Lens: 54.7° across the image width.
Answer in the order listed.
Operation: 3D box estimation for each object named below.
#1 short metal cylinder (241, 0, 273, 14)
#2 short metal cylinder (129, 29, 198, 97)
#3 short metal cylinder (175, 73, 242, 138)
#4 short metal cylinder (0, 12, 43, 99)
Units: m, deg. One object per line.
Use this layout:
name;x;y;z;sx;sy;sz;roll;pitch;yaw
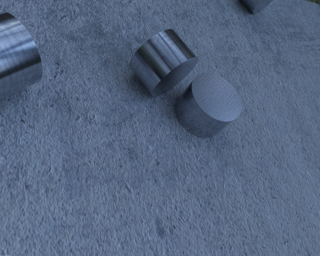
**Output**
short metal cylinder;0.215;-0.293;0.663;0.081;0.080;0.050;-32;80;-38
short metal cylinder;0.005;-0.088;0.425;0.081;0.080;0.050;-32;80;-38
short metal cylinder;0.068;-0.032;0.444;0.081;0.050;0.080;14;56;-21
short metal cylinder;-0.170;-0.073;0.322;0.080;0.080;0.050;47;51;4
